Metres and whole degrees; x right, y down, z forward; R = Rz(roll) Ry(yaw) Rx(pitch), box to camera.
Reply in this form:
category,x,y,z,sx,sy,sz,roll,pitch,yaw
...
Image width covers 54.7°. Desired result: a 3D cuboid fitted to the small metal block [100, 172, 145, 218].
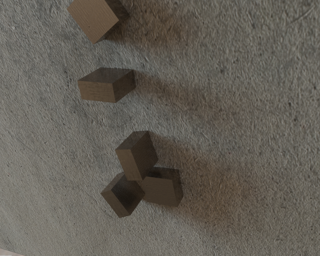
category,x,y,z,sx,sy,sz,roll,pitch,yaw
small metal block,-0.057,0.103,0.484,0.025,0.050,0.050,-25,105,37

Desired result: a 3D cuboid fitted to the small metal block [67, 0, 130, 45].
category,x,y,z,sx,sy,sz,roll,pitch,yaw
small metal block,-0.072,-0.135,0.361,0.050,0.025,0.050,-29,103,37

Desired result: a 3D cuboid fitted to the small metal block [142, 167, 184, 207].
category,x,y,z,sx,sy,sz,roll,pitch,yaw
small metal block,0.004,0.086,0.458,0.050,0.025,0.050,3,120,26

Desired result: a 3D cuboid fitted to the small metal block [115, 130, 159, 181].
category,x,y,z,sx,sy,sz,roll,pitch,yaw
small metal block,-0.031,0.038,0.430,0.025,0.050,0.050,-5,116,30

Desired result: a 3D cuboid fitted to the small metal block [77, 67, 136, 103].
category,x,y,z,sx,sy,sz,roll,pitch,yaw
small metal block,-0.066,-0.055,0.391,0.050,0.050,0.025,8,122,24
